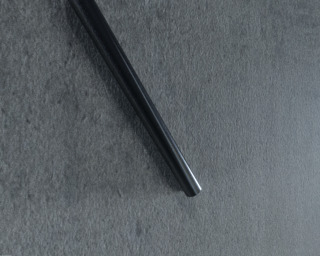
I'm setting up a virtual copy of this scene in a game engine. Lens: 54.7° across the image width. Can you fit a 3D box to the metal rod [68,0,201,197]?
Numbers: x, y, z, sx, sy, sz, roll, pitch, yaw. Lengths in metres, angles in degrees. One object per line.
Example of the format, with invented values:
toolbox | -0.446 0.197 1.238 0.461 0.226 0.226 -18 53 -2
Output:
metal rod | -0.021 -0.028 0.388 0.025 0.025 0.299 -45 117 -31
